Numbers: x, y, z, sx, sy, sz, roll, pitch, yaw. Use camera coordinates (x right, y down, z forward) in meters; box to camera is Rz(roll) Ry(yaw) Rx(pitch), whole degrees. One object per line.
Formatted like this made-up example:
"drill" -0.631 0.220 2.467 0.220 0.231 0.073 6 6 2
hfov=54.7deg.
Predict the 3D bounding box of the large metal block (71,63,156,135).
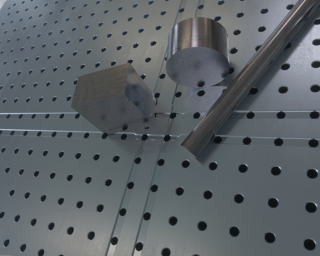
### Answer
"large metal block" -0.060 -0.037 0.427 0.080 0.080 0.050 -10 58 23

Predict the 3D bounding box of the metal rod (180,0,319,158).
"metal rod" 0.129 -0.085 0.392 0.025 0.025 0.300 34 80 38

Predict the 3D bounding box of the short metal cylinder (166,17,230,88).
"short metal cylinder" 0.049 -0.096 0.406 0.080 0.080 0.050 -9 58 23
